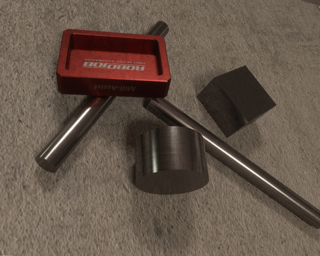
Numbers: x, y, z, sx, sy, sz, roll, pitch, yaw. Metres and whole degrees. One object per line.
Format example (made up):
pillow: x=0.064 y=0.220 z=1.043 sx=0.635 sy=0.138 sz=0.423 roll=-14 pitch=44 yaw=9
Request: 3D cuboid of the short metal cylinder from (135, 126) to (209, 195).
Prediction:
short metal cylinder: x=0.012 y=0.039 z=0.353 sx=0.081 sy=0.080 sz=0.050 roll=11 pitch=57 yaw=-23

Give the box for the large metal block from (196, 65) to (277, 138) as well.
large metal block: x=0.118 y=-0.042 z=0.480 sx=0.081 sy=0.050 sz=0.080 roll=-26 pitch=76 yaw=-37

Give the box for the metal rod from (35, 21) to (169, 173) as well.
metal rod: x=-0.057 y=-0.063 z=0.412 sx=0.025 sy=0.025 sz=0.301 roll=35 pitch=51 yaw=-5

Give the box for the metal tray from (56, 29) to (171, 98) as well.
metal tray: x=-0.057 y=-0.082 z=0.391 sx=0.131 sy=0.030 sz=0.090 roll=1 pitch=51 yaw=-10

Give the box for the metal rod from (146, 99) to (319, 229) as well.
metal rod: x=0.110 y=0.049 z=0.435 sx=0.301 sy=0.025 sz=0.025 roll=35 pitch=51 yaw=-5
